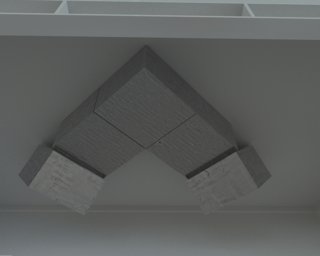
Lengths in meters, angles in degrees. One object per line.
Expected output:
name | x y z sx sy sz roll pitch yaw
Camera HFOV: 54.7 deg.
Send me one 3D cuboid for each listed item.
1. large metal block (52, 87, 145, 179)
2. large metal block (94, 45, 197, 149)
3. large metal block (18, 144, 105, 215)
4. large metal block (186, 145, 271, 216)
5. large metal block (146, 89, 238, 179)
large metal block | -0.075 0.009 0.397 0.080 0.050 0.080 -36 122 26
large metal block | -0.016 -0.033 0.361 0.080 0.050 0.080 -36 122 26
large metal block | -0.134 0.068 0.418 0.080 0.050 0.080 38 163 -28
large metal block | 0.095 0.069 0.422 0.080 0.050 0.080 -36 165 26
large metal block | 0.040 0.010 0.399 0.080 0.050 0.080 -36 122 26
